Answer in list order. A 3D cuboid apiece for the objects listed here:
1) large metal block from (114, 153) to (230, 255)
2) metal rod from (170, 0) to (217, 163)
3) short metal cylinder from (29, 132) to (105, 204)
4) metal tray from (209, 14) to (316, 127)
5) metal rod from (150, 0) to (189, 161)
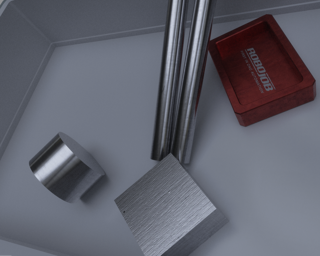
[{"bbox_3d":[0.011,0.088,0.329,0.080,0.050,0.080,-40,51,0],"label":"large metal block"},{"bbox_3d":[0.046,-0.107,0.361,0.025,0.025,0.298,12,95,32],"label":"metal rod"},{"bbox_3d":[-0.118,0.051,0.400,0.050,0.080,0.080,-45,51,-3],"label":"short metal cylinder"},{"bbox_3d":[0.120,-0.075,0.384,0.090,0.030,0.130,-23,53,14],"label":"metal tray"},{"bbox_3d":[0.017,-0.109,0.377,0.025,0.025,0.298,8,93,31],"label":"metal rod"}]
